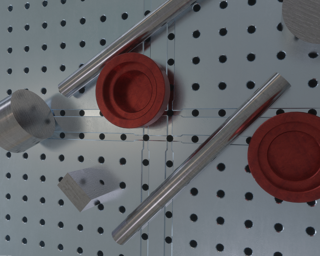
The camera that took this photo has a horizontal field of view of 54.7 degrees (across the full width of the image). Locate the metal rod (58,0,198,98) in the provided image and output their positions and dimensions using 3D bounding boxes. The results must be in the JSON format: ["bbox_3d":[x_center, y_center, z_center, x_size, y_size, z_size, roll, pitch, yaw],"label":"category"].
[{"bbox_3d":[-0.022,-0.133,0.420,0.300,0.025,0.025,-33,80,17],"label":"metal rod"}]

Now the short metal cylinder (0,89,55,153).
[{"bbox_3d":[-0.203,-0.010,0.455,0.050,0.080,0.080,-27,81,18],"label":"short metal cylinder"}]

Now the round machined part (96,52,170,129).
[{"bbox_3d":[-0.033,-0.048,0.415,0.098,0.042,0.097,0,90,20],"label":"round machined part"}]

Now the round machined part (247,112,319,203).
[{"bbox_3d":[0.151,0.031,0.350,0.098,0.042,0.097,0,90,20],"label":"round machined part"}]

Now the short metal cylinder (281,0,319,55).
[{"bbox_3d":[0.175,-0.125,0.337,0.080,0.050,0.080,0,90,20],"label":"short metal cylinder"}]

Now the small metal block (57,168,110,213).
[{"bbox_3d":[-0.106,0.086,0.437,0.050,0.050,0.025,44,104,14],"label":"small metal block"}]

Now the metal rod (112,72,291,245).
[{"bbox_3d":[0.043,0.048,0.397,0.299,0.025,0.025,-46,76,14],"label":"metal rod"}]
